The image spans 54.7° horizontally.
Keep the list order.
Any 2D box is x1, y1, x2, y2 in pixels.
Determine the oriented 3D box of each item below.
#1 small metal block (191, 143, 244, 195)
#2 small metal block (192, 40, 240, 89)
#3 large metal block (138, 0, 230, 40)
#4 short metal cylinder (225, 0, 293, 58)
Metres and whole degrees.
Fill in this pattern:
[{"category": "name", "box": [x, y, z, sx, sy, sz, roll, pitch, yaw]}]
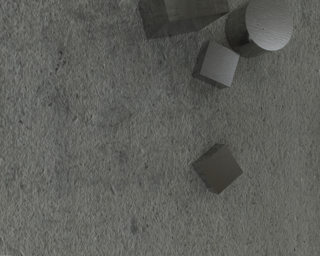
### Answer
[{"category": "small metal block", "box": [0.081, 0.057, 0.440, 0.050, 0.025, 0.050, -38, 102, -16]}, {"category": "small metal block", "box": [0.079, -0.088, 0.438, 0.050, 0.025, 0.050, 20, 83, -19]}, {"category": "large metal block", "box": [0.027, -0.152, 0.390, 0.081, 0.080, 0.050, -16, 96, -19]}, {"category": "short metal cylinder", "box": [0.143, -0.146, 0.448, 0.081, 0.050, 0.080, 0, 90, -20]}]
